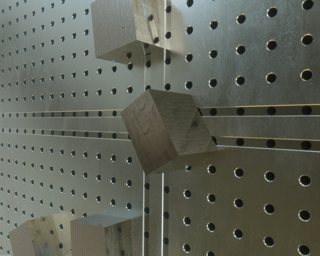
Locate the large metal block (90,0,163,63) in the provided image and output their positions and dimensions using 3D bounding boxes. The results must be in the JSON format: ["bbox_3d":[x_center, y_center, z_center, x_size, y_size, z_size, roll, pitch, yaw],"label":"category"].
[{"bbox_3d":[-0.048,-0.143,0.430,0.080,0.050,0.080,-10,83,39],"label":"large metal block"}]

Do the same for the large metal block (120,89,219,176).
[{"bbox_3d":[0.012,0.005,0.362,0.050,0.081,0.080,-37,68,34],"label":"large metal block"}]

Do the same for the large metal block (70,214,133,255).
[{"bbox_3d":[-0.087,0.178,0.463,0.080,0.050,0.080,-6,86,39],"label":"large metal block"}]

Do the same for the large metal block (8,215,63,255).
[{"bbox_3d":[-0.235,0.219,0.583,0.080,0.050,0.080,-34,69,34],"label":"large metal block"}]
